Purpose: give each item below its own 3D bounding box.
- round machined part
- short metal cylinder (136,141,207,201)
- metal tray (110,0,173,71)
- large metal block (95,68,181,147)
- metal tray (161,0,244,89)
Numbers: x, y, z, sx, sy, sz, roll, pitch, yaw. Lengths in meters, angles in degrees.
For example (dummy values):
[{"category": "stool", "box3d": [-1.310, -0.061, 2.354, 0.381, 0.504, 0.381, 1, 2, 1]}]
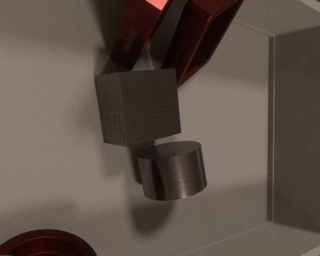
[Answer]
[{"category": "round machined part", "box3d": [-0.107, 0.143, 0.280, 0.099, 0.098, 0.042, -5, 122, -40]}, {"category": "short metal cylinder", "box3d": [0.015, 0.050, 0.386, 0.081, 0.080, 0.050, -17, 101, -39]}, {"category": "metal tray", "box3d": [-0.011, -0.125, 0.327, 0.030, 0.130, 0.090, 31, 72, -8]}, {"category": "large metal block", "box3d": [-0.024, -0.027, 0.369, 0.081, 0.050, 0.079, -13, 102, -40]}, {"category": "metal tray", "box3d": [0.050, -0.114, 0.387, 0.030, 0.129, 0.090, 41, 58, 9]}]
